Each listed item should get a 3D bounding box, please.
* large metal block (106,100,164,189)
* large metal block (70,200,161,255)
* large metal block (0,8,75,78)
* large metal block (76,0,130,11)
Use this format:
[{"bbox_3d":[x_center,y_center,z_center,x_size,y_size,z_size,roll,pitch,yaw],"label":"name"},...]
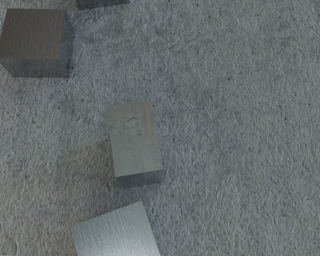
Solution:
[{"bbox_3d":[-0.028,0.023,0.370,0.050,0.080,0.080,-10,70,-3],"label":"large metal block"},{"bbox_3d":[-0.044,0.135,0.345,0.080,0.050,0.080,-19,71,-7],"label":"large metal block"},{"bbox_3d":[-0.171,-0.119,0.437,0.080,0.050,0.080,1,70,0],"label":"large metal block"},{"bbox_3d":[-0.095,-0.237,0.481,0.081,0.050,0.080,-10,70,-4],"label":"large metal block"}]
